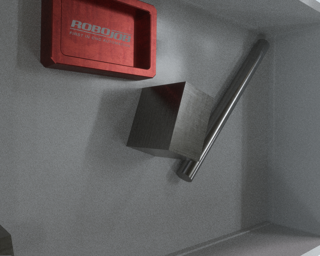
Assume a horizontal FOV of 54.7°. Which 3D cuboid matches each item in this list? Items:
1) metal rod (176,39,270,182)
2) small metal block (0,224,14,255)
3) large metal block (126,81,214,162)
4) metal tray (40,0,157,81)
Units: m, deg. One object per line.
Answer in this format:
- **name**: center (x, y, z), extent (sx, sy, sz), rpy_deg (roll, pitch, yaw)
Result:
- **metal rod**: center (0.111, -0.042, 0.502), extent (0.025, 0.025, 0.301), rpy_deg (50, 60, -29)
- **small metal block**: center (-0.157, 0.104, 0.260), extent (0.050, 0.050, 0.025), rpy_deg (-10, 97, -40)
- **large metal block**: center (0.011, -0.007, 0.382), extent (0.050, 0.080, 0.080), rpy_deg (24, 75, -38)
- **metal tray**: center (-0.064, -0.107, 0.351), extent (0.131, 0.030, 0.089), rpy_deg (1, 89, -40)
